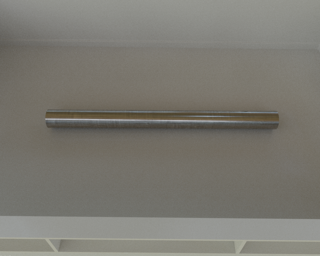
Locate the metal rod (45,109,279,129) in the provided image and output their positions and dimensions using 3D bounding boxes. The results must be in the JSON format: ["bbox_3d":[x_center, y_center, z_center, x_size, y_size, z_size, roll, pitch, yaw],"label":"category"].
[{"bbox_3d":[0.003,-0.012,0.412,0.302,0.025,0.025,0,50,0],"label":"metal rod"}]
